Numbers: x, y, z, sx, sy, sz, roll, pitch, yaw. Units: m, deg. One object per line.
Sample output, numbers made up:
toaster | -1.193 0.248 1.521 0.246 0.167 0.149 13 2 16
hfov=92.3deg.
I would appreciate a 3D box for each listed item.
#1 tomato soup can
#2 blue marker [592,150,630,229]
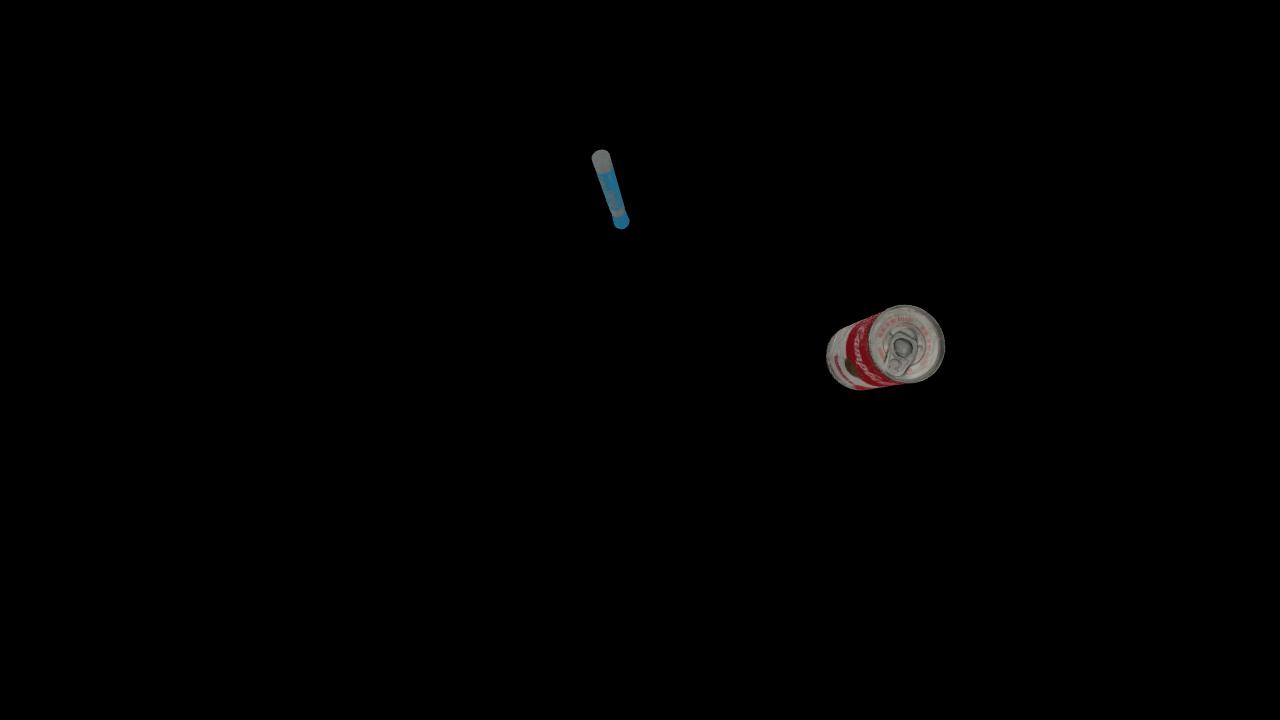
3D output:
tomato soup can | 0.220 -0.008 0.565 0.068 0.068 0.101 0 -6 -5
blue marker | -0.029 -0.179 0.661 0.020 0.020 0.121 0 -21 10
